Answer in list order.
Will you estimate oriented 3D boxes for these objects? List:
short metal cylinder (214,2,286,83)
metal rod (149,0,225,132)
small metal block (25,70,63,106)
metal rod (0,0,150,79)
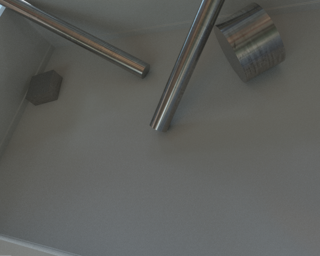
[{"bbox_3d":[0.107,-0.102,0.376,0.050,0.080,0.080,-30,52,9],"label":"short metal cylinder"},{"bbox_3d":[0.055,-0.131,0.366,0.025,0.025,0.298,37,111,38],"label":"metal rod"},{"bbox_3d":[-0.208,-0.072,0.556,0.050,0.025,0.050,-11,57,21],"label":"small metal block"},{"bbox_3d":[-0.151,-0.157,0.500,0.301,0.025,0.025,29,76,11],"label":"metal rod"}]
